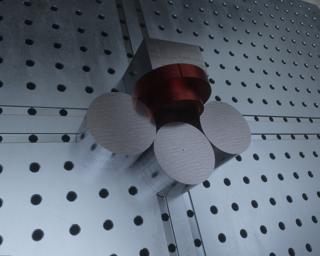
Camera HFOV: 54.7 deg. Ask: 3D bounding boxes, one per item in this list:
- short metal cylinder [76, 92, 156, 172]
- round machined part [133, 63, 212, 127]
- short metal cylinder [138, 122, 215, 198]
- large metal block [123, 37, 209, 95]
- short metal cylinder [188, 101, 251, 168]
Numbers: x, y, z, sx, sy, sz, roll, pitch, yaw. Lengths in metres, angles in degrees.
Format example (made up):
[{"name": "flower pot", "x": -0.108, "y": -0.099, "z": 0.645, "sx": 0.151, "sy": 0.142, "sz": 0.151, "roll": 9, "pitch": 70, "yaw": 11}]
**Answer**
[{"name": "short metal cylinder", "x": -0.051, "y": 0.005, "z": 0.362, "sx": 0.081, "sy": 0.050, "sz": 0.080, "roll": 14, "pitch": 56, "yaw": -21}, {"name": "round machined part", "x": 0.017, "y": -0.034, "z": 0.389, "sx": 0.099, "sy": 0.097, "sz": 0.042, "roll": 2, "pitch": 61, "yaw": -28}, {"name": "short metal cylinder", "x": 0.019, "y": 0.039, "z": 0.379, "sx": 0.081, "sy": 0.050, "sz": 0.080, "roll": 14, "pitch": 56, "yaw": -21}, {"name": "large metal block", "x": 0.005, "y": -0.071, "z": 0.418, "sx": 0.081, "sy": 0.080, "sz": 0.050, "roll": 1, "pitch": 62, "yaw": -28}, {"name": "short metal cylinder", "x": 0.077, "y": 0.009, "z": 0.428, "sx": 0.081, "sy": 0.050, "sz": 0.080, "roll": 14, "pitch": 56, "yaw": -21}]
